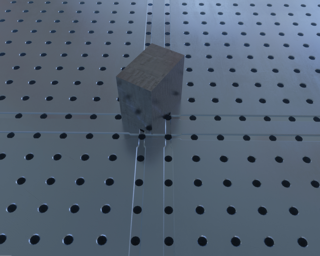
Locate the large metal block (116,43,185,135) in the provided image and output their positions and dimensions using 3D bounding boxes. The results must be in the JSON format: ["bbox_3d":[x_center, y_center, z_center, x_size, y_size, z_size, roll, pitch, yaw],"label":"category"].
[{"bbox_3d":[-0.011,-0.053,0.416,0.050,0.080,0.080,25,54,19],"label":"large metal block"}]
